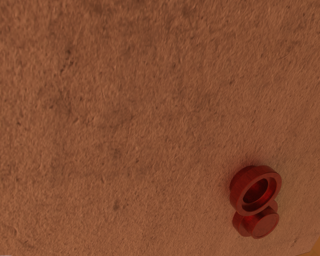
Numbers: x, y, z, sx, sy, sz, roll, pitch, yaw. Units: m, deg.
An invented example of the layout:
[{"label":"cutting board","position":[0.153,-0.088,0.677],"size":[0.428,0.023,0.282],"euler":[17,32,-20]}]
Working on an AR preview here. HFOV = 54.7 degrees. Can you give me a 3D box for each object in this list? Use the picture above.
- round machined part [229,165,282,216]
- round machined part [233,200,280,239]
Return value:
[{"label":"round machined part","position":[0.165,0.106,0.555],"size":[0.099,0.042,0.097],"euler":[-14,125,-21]},{"label":"round machined part","position":[0.199,0.183,0.621],"size":[0.099,0.042,0.097],"euler":[-14,125,-21]}]
